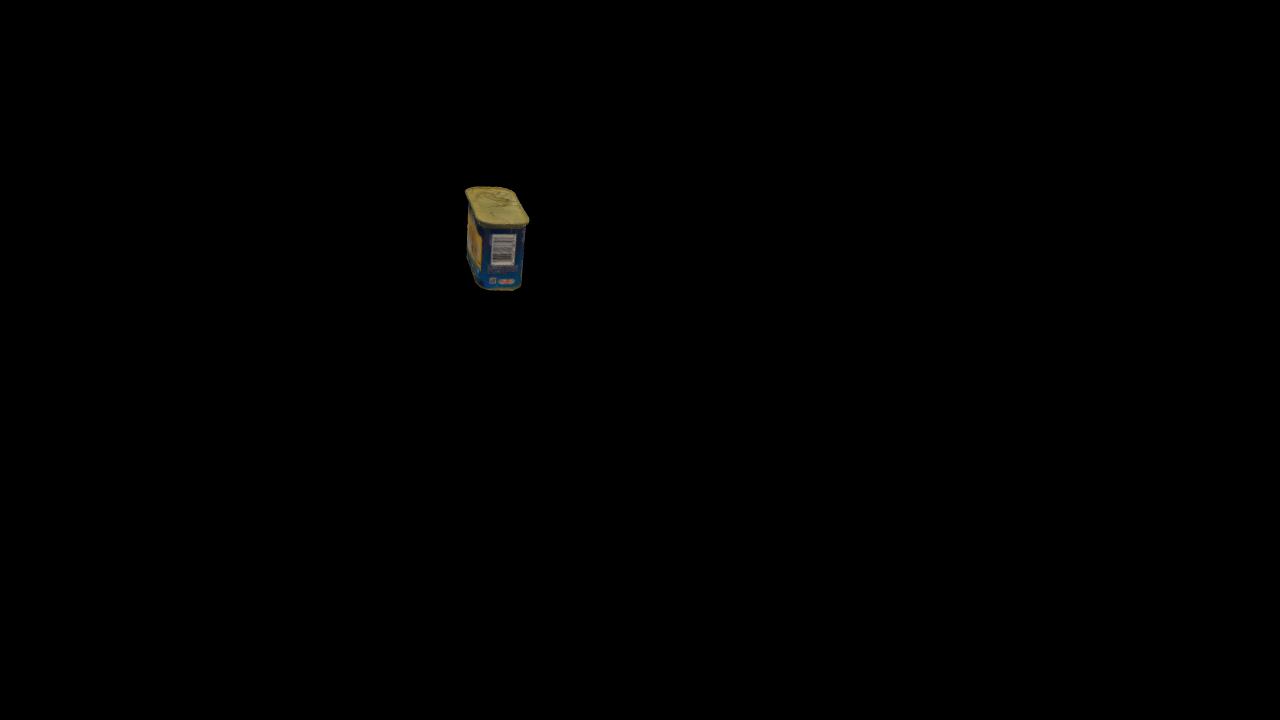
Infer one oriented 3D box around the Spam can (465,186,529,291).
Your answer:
[{"bbox_3d":[-0.167,-0.139,0.705,0.058,0.085,0.101,-5,38,-24],"label":"Spam can"}]
